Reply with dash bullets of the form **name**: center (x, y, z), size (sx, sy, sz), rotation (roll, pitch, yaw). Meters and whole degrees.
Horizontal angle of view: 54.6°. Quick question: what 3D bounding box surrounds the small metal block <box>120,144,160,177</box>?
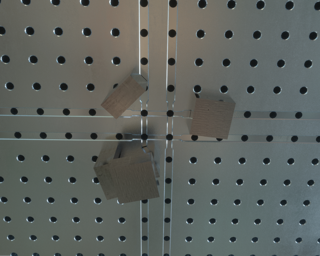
- **small metal block**: center (-0.028, 0.050, 0.418), size (0.050, 0.050, 0.025), rotation (-16, 110, 6)

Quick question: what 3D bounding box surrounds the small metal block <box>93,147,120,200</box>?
- **small metal block**: center (-0.065, 0.061, 0.422), size (0.025, 0.050, 0.050), rotation (-16, 109, 6)

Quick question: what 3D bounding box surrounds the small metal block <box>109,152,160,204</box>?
- **small metal block**: center (-0.030, 0.062, 0.382), size (0.050, 0.025, 0.050), rotation (-11, 110, 4)

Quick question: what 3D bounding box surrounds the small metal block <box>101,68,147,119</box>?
- **small metal block**: center (-0.043, -0.044, 0.384), size (0.050, 0.050, 0.025), rotation (-43, 105, 14)

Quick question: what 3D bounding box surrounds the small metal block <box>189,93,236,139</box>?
- **small metal block**: center (0.067, -0.016, 0.408), size (0.050, 0.025, 0.050), rotation (7, 110, -3)
